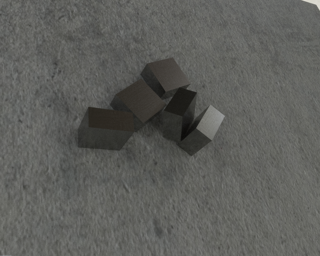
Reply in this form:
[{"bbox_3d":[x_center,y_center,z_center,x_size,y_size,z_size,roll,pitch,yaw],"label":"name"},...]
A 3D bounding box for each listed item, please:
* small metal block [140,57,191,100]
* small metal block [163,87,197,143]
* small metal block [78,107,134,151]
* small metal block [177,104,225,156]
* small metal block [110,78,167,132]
[{"bbox_3d":[0.008,-0.072,0.454,0.050,0.025,0.050,-23,74,-36],"label":"small metal block"},{"bbox_3d":[0.026,-0.017,0.410,0.025,0.050,0.050,19,49,16],"label":"small metal block"},{"bbox_3d":[-0.063,0.002,0.354,0.050,0.050,0.025,7,59,-25],"label":"small metal block"},{"bbox_3d":[0.055,0.004,0.417,0.025,0.050,0.050,38,51,-3],"label":"small metal block"},{"bbox_3d":[-0.028,-0.031,0.409,0.050,0.025,0.050,47,51,4],"label":"small metal block"}]
